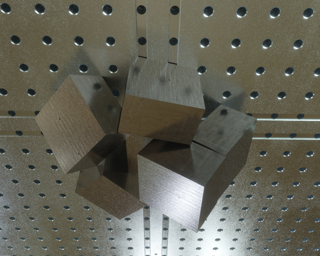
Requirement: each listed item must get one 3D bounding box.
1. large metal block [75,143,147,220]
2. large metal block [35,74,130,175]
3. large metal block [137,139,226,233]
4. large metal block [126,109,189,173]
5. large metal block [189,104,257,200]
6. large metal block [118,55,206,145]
[{"bbox_3d":[-0.062,0.066,0.429,0.050,0.080,0.080,-33,123,24],"label":"large metal block"},{"bbox_3d":[-0.089,-0.005,0.362,0.080,0.080,0.050,-41,163,29],"label":"large metal block"},{"bbox_3d":[0.023,0.060,0.355,0.080,0.050,0.080,23,134,25],"label":"large metal block"},{"bbox_3d":[-0.001,0.014,0.407,0.080,0.050,0.080,1,130,-1],"label":"large metal block"},{"bbox_3d":[0.074,0.030,0.390,0.050,0.080,0.080,26,136,28],"label":"large metal block"},{"bbox_3d":[0.001,-0.033,0.348,0.080,0.080,0.050,10,129,-8],"label":"large metal block"}]
